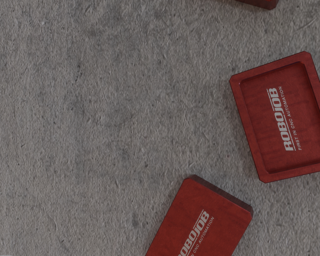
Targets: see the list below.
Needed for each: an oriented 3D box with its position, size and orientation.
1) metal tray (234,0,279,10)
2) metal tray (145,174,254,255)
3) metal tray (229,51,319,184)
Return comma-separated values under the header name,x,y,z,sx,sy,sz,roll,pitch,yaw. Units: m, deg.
name,x,y,z,sx,sy,sz,roll,pitch,yaw
metal tray,0.093,-0.207,0.373,0.130,0.030,0.089,24,98,18
metal tray,0.047,0.136,0.390,0.090,0.030,0.129,28,99,17
metal tray,0.142,-0.011,0.355,0.090,0.030,0.129,-17,84,19
